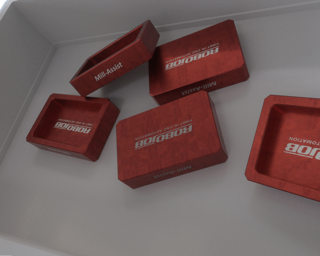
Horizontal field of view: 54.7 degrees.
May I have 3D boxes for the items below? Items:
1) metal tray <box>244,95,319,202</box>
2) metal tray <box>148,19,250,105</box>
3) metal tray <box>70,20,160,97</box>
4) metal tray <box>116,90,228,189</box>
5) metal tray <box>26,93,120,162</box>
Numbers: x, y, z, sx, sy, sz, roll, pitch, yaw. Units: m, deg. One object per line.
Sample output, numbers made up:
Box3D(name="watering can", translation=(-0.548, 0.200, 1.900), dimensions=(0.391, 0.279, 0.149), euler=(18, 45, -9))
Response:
Box3D(name="metal tray", translation=(0.151, 0.021, 0.278), dimensions=(0.130, 0.030, 0.090), euler=(12, 84, 45))
Box3D(name="metal tray", translation=(0.049, -0.090, 0.432), dimensions=(0.130, 0.030, 0.090), euler=(-16, 55, 19))
Box3D(name="metal tray", translation=(-0.067, -0.105, 0.468), dimensions=(0.130, 0.030, 0.090), euler=(-24, 29, 24))
Box3D(name="metal tray", translation=(0.010, 0.015, 0.388), dimensions=(0.130, 0.030, 0.090), euler=(-19, 54, 17))
Box3D(name="metal tray", translation=(-0.135, -0.005, 0.476), dimensions=(0.130, 0.030, 0.090), euler=(8, 66, 31))
